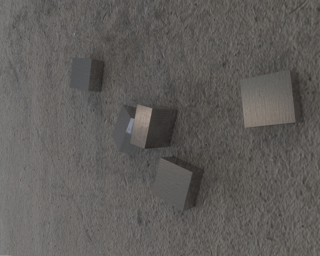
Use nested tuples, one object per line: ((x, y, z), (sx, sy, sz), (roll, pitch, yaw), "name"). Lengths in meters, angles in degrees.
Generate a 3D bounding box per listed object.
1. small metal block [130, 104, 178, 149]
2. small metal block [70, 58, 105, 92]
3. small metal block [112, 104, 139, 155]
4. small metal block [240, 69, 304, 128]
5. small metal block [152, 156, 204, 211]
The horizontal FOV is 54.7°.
((-0.007, -0.002, 0.395), (0.025, 0.050, 0.050), (19, 102, 38), "small metal block")
((-0.119, -0.087, 0.503), (0.050, 0.025, 0.050), (13, 98, 39), "small metal block")
((-0.042, 0.002, 0.427), (0.050, 0.025, 0.050), (-68, 26, 17), "small metal block")
((0.112, -0.028, 0.312), (0.050, 0.025, 0.050), (-8, 85, 39), "small metal block")
((0.022, 0.068, 0.387), (0.050, 0.025, 0.050), (21, 103, 38), "small metal block")
